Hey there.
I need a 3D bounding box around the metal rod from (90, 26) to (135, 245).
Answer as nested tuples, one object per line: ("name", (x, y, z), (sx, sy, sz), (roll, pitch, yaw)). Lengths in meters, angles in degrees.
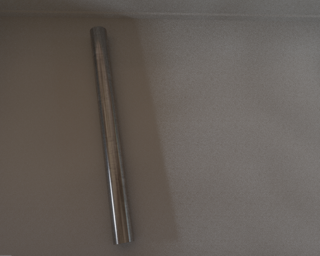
("metal rod", (-0.067, -0.005, 0.410), (0.025, 0.025, 0.299), (-9, 70, -4))
